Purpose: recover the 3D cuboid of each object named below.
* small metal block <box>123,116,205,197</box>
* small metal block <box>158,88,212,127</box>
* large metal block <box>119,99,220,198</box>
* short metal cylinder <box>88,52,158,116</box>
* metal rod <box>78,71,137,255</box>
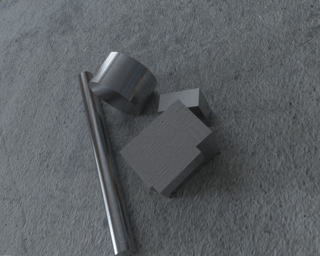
[{"bbox_3d":[0.004,0.026,0.283,0.050,0.025,0.050,-45,66,-3],"label":"small metal block"},{"bbox_3d":[0.032,-0.021,0.383,0.050,0.050,0.025,-7,59,24],"label":"small metal block"},{"bbox_3d":[0.015,0.026,0.337,0.080,0.080,0.050,-42,65,-1],"label":"large metal block"},{"bbox_3d":[-0.051,-0.060,0.430,0.080,0.080,0.050,19,72,35],"label":"short metal cylinder"},{"bbox_3d":[-0.081,0.026,0.428,0.025,0.025,0.299,-29,52,10],"label":"metal rod"}]
